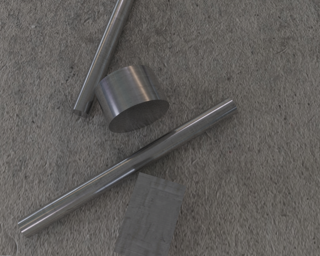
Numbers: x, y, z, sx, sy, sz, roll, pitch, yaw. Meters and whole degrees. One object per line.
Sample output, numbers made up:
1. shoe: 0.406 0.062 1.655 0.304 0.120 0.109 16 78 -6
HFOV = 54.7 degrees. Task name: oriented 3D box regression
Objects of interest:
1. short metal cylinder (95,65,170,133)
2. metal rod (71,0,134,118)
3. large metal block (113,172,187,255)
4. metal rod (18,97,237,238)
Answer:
1. short metal cylinder: -0.035 -0.035 0.391 0.080 0.080 0.050 -22 72 -8
2. metal rod: -0.066 -0.155 0.463 0.025 0.025 0.299 15 71 5
3. large metal block: -0.009 0.101 0.342 0.050 0.080 0.080 16 71 6
4. metal rod: -0.031 0.044 0.391 0.301 0.025 0.025 -30 73 -11
